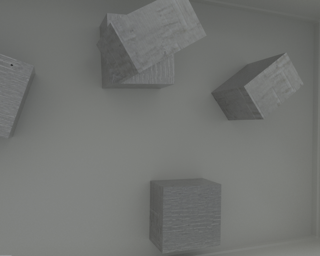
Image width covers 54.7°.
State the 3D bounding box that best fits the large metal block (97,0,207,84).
[{"bbox_3d":[-0.013,-0.092,0.324,0.080,0.080,0.050,-33,101,-17],"label":"large metal block"}]

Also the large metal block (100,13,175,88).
[{"bbox_3d":[-0.029,-0.092,0.387,0.081,0.050,0.079,-3,91,-20],"label":"large metal block"}]

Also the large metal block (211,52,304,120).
[{"bbox_3d":[0.133,-0.055,0.432,0.080,0.080,0.050,-38,103,-16],"label":"large metal block"}]

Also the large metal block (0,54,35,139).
[{"bbox_3d":[-0.187,-0.039,0.328,0.081,0.050,0.080,19,84,-20],"label":"large metal block"}]

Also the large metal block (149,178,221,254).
[{"bbox_3d":[0.033,0.112,0.411,0.081,0.050,0.079,1,90,-21],"label":"large metal block"}]
